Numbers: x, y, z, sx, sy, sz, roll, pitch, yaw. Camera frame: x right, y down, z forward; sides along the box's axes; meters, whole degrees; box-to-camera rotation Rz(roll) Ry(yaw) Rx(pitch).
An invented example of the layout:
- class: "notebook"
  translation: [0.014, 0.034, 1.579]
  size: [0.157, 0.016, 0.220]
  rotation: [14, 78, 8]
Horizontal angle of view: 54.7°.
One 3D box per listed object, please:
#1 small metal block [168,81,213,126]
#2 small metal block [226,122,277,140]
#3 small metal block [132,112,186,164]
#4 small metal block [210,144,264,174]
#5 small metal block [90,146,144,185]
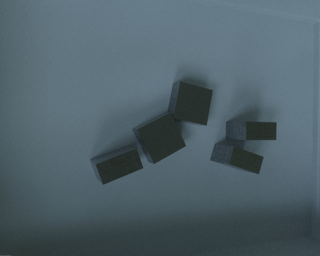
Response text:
- class: "small metal block"
  translation: [0.041, -0.032, 0.427]
  size: [0.050, 0.025, 0.050]
  rotation: [12, 86, -20]
- class: "small metal block"
  translation: [0.131, 0.004, 0.447]
  size: [0.050, 0.050, 0.025]
  rotation: [1, 90, -20]
- class: "small metal block"
  translation: [-0.001, 0.013, 0.411]
  size: [0.050, 0.025, 0.050]
  rotation: [-28, 100, -18]
- class: "small metal block"
  translation: [0.108, 0.043, 0.439]
  size: [0.050, 0.050, 0.025]
  rotation: [19, 84, -19]
- class: "small metal block"
  translation: [-0.054, 0.044, 0.378]
  size: [0.050, 0.050, 0.025]
  rotation: [-21, 97, -19]
